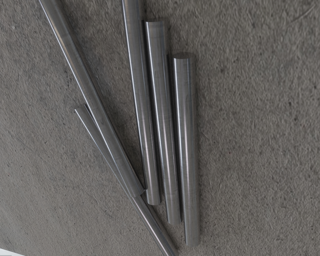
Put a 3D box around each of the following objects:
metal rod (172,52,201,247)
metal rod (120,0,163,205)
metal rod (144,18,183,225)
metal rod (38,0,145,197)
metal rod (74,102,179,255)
[{"bbox_3d":[0.039,0.049,0.416,0.025,0.025,0.298,9,122,24],"label":"metal rod"},{"bbox_3d":[-0.020,-0.018,0.405,0.025,0.025,0.298,9,123,23],"label":"metal rod"},{"bbox_3d":[0.009,0.012,0.408,0.025,0.025,0.298,8,122,24],"label":"metal rod"},{"bbox_3d":[-0.087,-0.036,0.421,0.025,0.025,0.299,-11,111,32],"label":"metal rod"},{"bbox_3d":[-0.045,0.094,0.488,0.025,0.025,0.299,-16,110,34],"label":"metal rod"}]
